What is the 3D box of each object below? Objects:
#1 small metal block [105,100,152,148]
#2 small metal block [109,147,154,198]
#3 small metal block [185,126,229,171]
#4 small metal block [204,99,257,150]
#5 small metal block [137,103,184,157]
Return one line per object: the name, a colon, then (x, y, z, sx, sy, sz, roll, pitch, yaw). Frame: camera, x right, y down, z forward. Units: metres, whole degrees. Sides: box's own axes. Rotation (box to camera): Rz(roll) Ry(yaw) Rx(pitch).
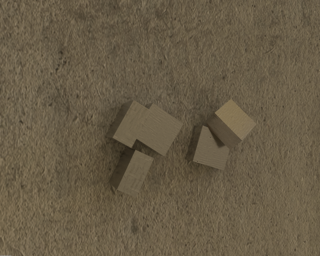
small metal block: (-0.040, -0.005, 0.381, 0.025, 0.050, 0.050, 31, 80, -18)
small metal block: (-0.037, 0.053, 0.382, 0.025, 0.050, 0.050, 27, 81, -18)
small metal block: (0.069, 0.028, 0.434, 0.050, 0.025, 0.050, 18, 84, -19)
small metal block: (0.097, -0.006, 0.426, 0.050, 0.025, 0.050, 47, 46, 7)
small metal block: (-0.006, 0.002, 0.407, 0.050, 0.025, 0.050, 34, 79, -17)
